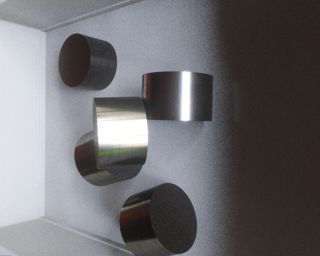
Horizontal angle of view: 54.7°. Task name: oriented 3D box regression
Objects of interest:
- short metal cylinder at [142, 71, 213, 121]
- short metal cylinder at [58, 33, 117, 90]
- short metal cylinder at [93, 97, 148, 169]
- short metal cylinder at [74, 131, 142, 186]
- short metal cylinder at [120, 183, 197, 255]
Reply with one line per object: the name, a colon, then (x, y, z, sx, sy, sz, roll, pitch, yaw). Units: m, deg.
short metal cylinder: (0.019, -0.033, 0.353, 0.080, 0.081, 0.050, 2, 92, 39)
short metal cylinder: (-0.113, -0.101, 0.481, 0.080, 0.050, 0.079, 0, 90, 39)
short metal cylinder: (-0.048, 0.005, 0.351, 0.080, 0.050, 0.079, 177, 89, -75)
short metal cylinder: (-0.068, 0.036, 0.425, 0.050, 0.081, 0.080, -21, 77, 38)
short metal cylinder: (-0.001, 0.111, 0.370, 0.050, 0.081, 0.080, -28, 73, 36)
